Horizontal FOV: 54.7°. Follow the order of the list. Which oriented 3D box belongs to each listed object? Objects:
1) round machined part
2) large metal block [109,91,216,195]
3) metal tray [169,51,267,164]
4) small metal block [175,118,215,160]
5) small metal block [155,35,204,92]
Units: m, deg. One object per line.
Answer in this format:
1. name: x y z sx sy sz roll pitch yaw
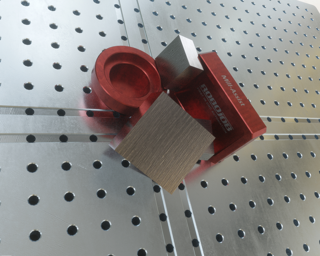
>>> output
1. round machined part: -0.043 -0.058 0.410 0.099 0.042 0.098 14 56 -21
2. large metal block: 0.001 0.015 0.356 0.080 0.050 0.080 41 82 -15
3. metal tray: 0.073 -0.027 0.424 0.030 0.090 0.130 -19 72 -36
4. small metal block: 0.043 0.014 0.418 0.050 0.025 0.050 6 63 -13
5. small metal block: 0.024 -0.083 0.405 0.025 0.050 0.050 9 55 -41
